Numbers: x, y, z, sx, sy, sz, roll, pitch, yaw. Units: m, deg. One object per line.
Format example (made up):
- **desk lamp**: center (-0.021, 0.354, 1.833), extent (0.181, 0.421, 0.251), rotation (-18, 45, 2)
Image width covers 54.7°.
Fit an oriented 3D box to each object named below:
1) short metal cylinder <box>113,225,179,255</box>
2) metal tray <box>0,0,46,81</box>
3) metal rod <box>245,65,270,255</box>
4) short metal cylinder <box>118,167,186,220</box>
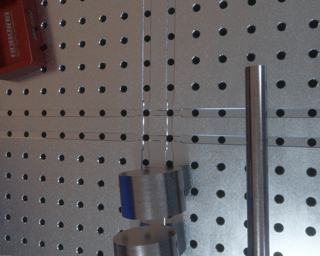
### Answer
- **short metal cylinder**: center (-0.016, 0.159, 0.389), extent (0.080, 0.080, 0.050), rotation (-7, 88, 20)
- **metal tray**: center (-0.239, -0.150, 0.494), extent (0.090, 0.030, 0.129), rotation (-13, 86, 19)
- **metal rod**: center (0.117, 0.076, 0.371), extent (0.025, 0.025, 0.298), rotation (-1, 90, 20)
- **short metal cylinder**: center (-0.010, 0.078, 0.387), extent (0.080, 0.080, 0.050), rotation (-6, 88, 20)
